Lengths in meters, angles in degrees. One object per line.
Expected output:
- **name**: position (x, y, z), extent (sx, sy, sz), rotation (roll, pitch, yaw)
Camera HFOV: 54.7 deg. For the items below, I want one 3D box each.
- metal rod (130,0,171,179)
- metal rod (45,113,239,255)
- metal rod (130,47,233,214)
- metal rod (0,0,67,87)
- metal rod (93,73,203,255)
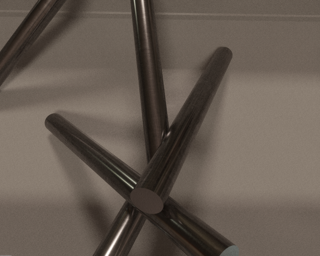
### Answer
- **metal rod**: position (-0.015, -0.097, 0.329), extent (0.025, 0.025, 0.299), rotation (-6, 74, -3)
- **metal rod**: position (-0.050, 0.039, 0.305), extent (0.025, 0.025, 0.300), rotation (-47, 41, -15)
- **metal rod**: position (0.042, -0.027, 0.335), extent (0.025, 0.025, 0.301), rotation (23, 38, 8)
- **metal rod**: position (-0.143, -0.147, 0.386), extent (0.299, 0.025, 0.025), rotation (-45, 75, 15)
- **metal rod**: position (0.009, 0.026, 0.338), extent (0.025, 0.025, 0.301), rotation (25, 48, 8)
